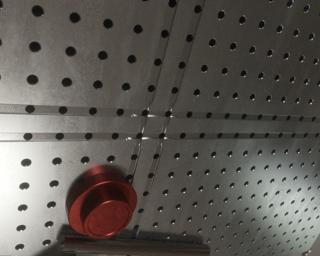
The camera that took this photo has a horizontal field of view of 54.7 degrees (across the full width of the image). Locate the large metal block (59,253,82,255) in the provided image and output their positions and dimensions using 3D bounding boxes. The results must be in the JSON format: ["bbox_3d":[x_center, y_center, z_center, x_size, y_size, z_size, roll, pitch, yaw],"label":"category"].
[{"bbox_3d":[-0.142,0.241,0.467,0.080,0.050,0.080,-30,129,-10],"label":"large metal block"}]

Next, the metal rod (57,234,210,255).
[{"bbox_3d":[-0.025,0.203,0.525,0.302,0.025,0.025,19,108,-36],"label":"metal rod"}]

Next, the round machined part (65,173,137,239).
[{"bbox_3d":[-0.077,0.114,0.430,0.099,0.042,0.097,-14,125,-21],"label":"round machined part"}]
